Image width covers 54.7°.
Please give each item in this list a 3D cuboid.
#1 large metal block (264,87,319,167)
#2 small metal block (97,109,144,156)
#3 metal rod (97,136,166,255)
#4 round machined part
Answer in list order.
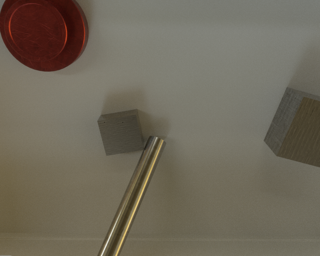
[{"bbox_3d":[0.195,0.001,0.401,0.081,0.050,0.079,15,109,-6],"label":"large metal block"},{"bbox_3d":[-0.051,0.006,0.413,0.050,0.025,0.050,-9,110,3],"label":"small metal block"},{"bbox_3d":[-0.060,0.148,0.379,0.025,0.025,0.299,26,74,-10],"label":"metal rod"},{"bbox_3d":[-0.137,-0.114,0.358,0.099,0.042,0.097,0,110,-1],"label":"round machined part"}]
